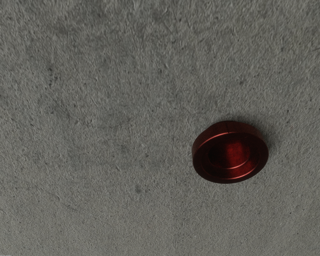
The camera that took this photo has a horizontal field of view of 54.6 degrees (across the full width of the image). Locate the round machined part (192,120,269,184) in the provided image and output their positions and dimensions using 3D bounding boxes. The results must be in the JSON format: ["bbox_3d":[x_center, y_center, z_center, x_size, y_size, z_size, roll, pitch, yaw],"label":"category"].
[{"bbox_3d":[0.092,0.028,0.421,0.099,0.042,0.097,0,130,0],"label":"round machined part"}]
